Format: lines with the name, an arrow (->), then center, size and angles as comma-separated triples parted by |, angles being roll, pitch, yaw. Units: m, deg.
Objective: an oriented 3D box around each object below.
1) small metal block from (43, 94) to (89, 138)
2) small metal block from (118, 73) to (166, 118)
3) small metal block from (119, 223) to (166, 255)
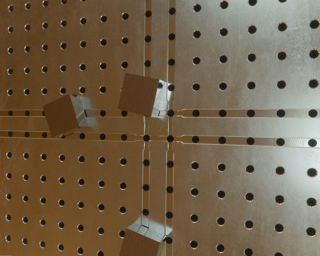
small metal block -> -0.141, -0.018, 0.463 | 0.050, 0.025, 0.050 | -20, 83, 19
small metal block -> -0.025, -0.044, 0.422 | 0.050, 0.025, 0.050 | 14, 95, 19
small metal block -> -0.024, 0.165, 0.422 | 0.050, 0.025, 0.050 | 17, 96, 19
